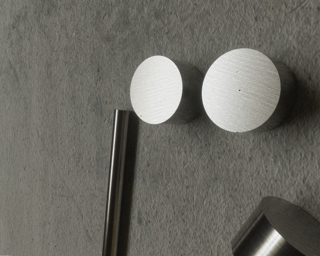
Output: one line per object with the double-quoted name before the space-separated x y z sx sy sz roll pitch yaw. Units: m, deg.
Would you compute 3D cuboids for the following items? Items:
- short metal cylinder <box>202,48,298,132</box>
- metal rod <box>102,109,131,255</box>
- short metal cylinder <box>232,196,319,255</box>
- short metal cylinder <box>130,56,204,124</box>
"short metal cylinder" 0.090 -0.036 0.314 0.080 0.050 0.079 0 90 40
"metal rod" -0.068 0.122 0.461 0.025 0.025 0.298 9 96 39
"short metal cylinder" 0.112 0.107 0.276 0.080 0.081 0.050 41 115 32
"short metal cylinder" 0.010 -0.044 0.381 0.080 0.050 0.079 0 90 40
